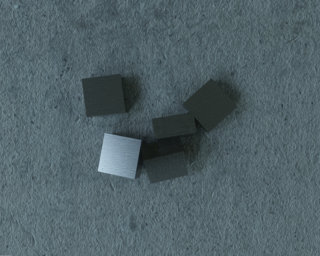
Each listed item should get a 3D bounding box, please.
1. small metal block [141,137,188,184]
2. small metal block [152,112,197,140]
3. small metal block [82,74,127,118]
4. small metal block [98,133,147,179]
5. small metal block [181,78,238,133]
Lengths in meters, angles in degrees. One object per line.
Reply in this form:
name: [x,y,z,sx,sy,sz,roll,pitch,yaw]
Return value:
small metal block: [0.006,0.042,0.396,0.050,0.050,0.025,-13,45,0]
small metal block: [0.019,-0.001,0.394,0.050,0.050,0.025,-9,84,4]
small metal block: [-0.072,-0.042,0.409,0.050,0.025,0.050,-8,90,0]
small metal block: [-0.048,0.036,0.404,0.050,0.025,0.050,10,90,13]
small metal block: [0.064,-0.029,0.410,0.050,0.025,0.050,-42,90,0]
